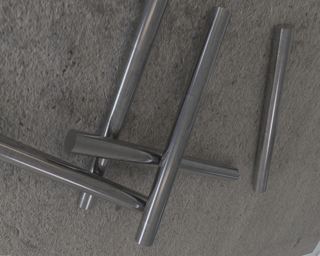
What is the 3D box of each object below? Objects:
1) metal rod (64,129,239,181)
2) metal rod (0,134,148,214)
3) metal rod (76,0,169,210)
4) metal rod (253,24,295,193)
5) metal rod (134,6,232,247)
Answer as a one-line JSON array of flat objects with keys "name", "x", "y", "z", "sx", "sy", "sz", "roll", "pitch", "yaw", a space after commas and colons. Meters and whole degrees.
[{"name": "metal rod", "x": 0.015, "y": 0.045, "z": 0.421, "sx": 0.302, "sy": 0.025, "sz": 0.025, "roll": 17, "pitch": 110, "yaw": -42}, {"name": "metal rod", "x": -0.127, "y": 0.041, "z": 0.340, "sx": 0.301, "sy": 0.025, "sz": 0.025, "roll": 31, "pitch": 101, "yaw": -31}, {"name": "metal rod", "x": -0.046, "y": -0.029, "z": 0.363, "sx": 0.025, "sy": 0.025, "sz": 0.298, "roll": 9, "pitch": 114, "yaw": -32}, {"name": "metal rod", "x": 0.176, "y": -0.012, "z": 0.495, "sx": 0.025, "sy": 0.025, "sz": 0.298, "roll": -17, "pitch": 125, "yaw": -19}, {"name": "metal rod", "x": 0.026, "y": 0.004, "z": 0.379, "sx": 0.025, "sy": 0.025, "sz": 0.298, "roll": 14, "pitch": 98, "yaw": -34}]
